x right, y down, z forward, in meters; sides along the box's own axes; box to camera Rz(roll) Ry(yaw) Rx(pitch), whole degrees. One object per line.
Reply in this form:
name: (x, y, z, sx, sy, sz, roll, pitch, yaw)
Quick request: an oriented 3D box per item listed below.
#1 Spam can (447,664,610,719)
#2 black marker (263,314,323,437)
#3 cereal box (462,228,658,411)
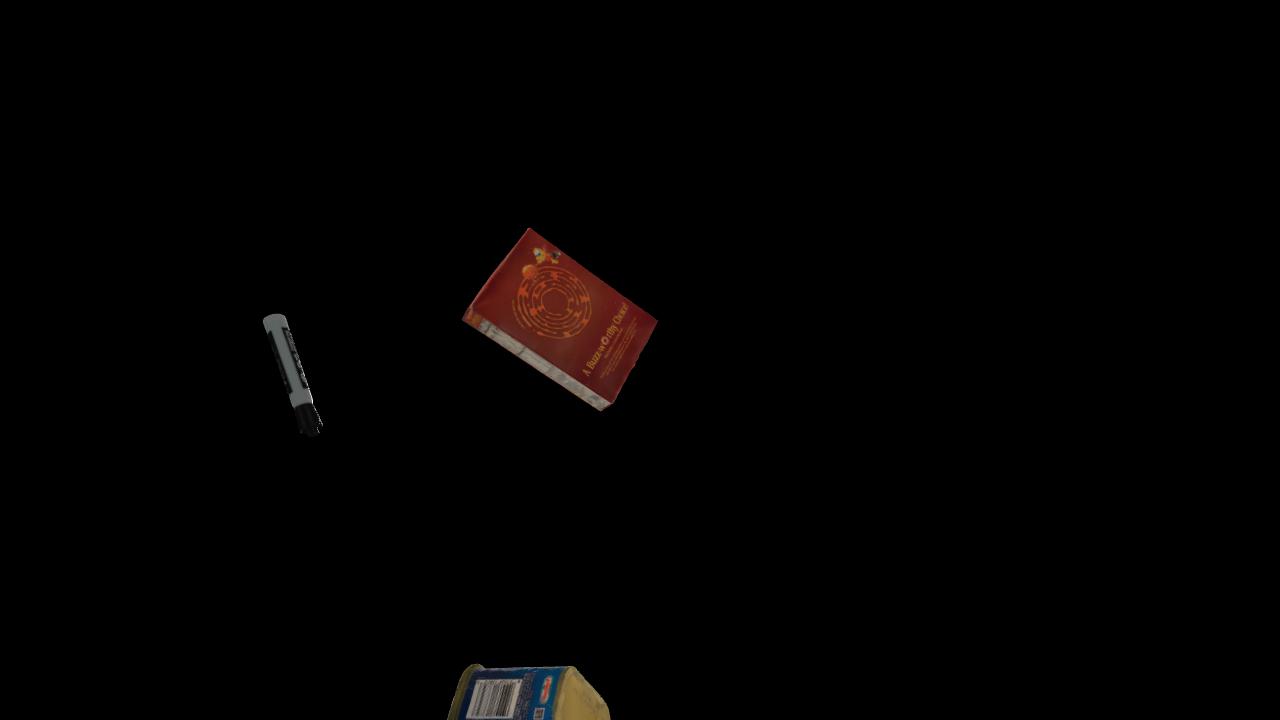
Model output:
Spam can: (-0.078, 0.270, 0.458, 0.085, 0.101, 0.058, -10, 40, 17)
black marker: (-0.312, 0.014, 0.553, 0.020, 0.121, 0.020, -25, -15, -7)
cereal box: (-0.140, -0.074, 1.137, 0.306, 0.203, 0.081, 34, -28, -12)
